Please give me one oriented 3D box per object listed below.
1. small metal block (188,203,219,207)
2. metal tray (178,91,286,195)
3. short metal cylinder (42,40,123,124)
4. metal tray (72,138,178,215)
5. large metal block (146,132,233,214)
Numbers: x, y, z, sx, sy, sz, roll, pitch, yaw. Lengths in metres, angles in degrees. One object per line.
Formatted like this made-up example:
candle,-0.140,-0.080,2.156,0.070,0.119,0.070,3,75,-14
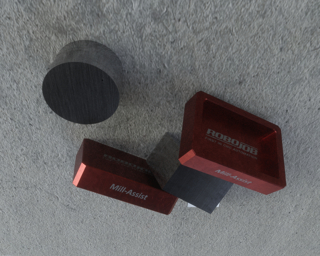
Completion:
small metal block,0.070,0.101,0.494,0.050,0.025,0.050,0,130,-1
metal tray,0.090,0.019,0.378,0.131,0.090,0.030,22,144,-18
short metal cylinder,-0.083,-0.050,0.347,0.081,0.050,0.079,0,130,0
metal tray,-0.046,0.063,0.414,0.131,0.090,0.030,22,102,-18
large metal block,0.037,0.058,0.412,0.080,0.080,0.050,32,97,-24
